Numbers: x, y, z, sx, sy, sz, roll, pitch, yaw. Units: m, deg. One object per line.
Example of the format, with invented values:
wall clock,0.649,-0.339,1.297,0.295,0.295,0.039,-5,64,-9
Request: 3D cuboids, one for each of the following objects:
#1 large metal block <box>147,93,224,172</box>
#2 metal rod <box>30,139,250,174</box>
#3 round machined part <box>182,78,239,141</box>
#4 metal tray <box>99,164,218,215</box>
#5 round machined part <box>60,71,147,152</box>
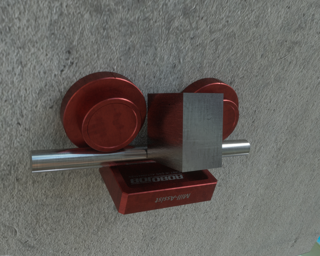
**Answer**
large metal block,0.026,0.000,0.354,0.050,0.080,0.079,-2,96,-28
metal rod,-0.004,0.033,0.401,0.303,0.025,0.025,-1,119,-28
round machined part,0.069,-0.016,0.426,0.099,0.042,0.097,-14,125,-21
metal tray,-0.003,0.062,0.404,0.131,0.090,0.030,-1,119,-28
round machined part,-0.060,-0.012,0.356,0.099,0.042,0.097,-14,125,-21
